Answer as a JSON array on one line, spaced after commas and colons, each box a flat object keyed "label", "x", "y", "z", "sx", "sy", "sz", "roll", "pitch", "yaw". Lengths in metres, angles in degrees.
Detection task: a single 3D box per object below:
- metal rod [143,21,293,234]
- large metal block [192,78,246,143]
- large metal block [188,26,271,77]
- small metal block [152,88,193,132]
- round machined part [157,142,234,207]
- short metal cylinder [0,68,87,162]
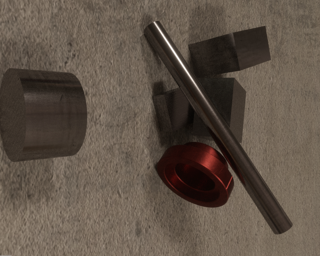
[{"label": "metal rod", "x": 0.069, "y": -0.004, "z": 0.387, "sx": 0.025, "sy": 0.025, "sz": 0.299, "roll": -29, "pitch": 84, "yaw": -37}, {"label": "large metal block", "x": 0.088, "y": -0.023, "z": 0.447, "sx": 0.080, "sy": 0.050, "sz": 0.080, "roll": 16, "pitch": 79, "yaw": -63}, {"label": "large metal block", "x": 0.103, "y": -0.112, "z": 0.458, "sx": 0.081, "sy": 0.080, "sz": 0.050, "roll": -23, "pitch": 105, "yaw": -38}, {"label": "small metal block", "x": 0.021, "y": -0.026, "z": 0.425, "sx": 0.050, "sy": 0.025, "sz": 0.050, "roll": -23, "pitch": 105, "yaw": -38}, {"label": "round machined part", "x": 0.049, "y": 0.056, "z": 0.401, "sx": 0.098, "sy": 0.098, "sz": 0.042, "roll": 55, "pitch": 51, "yaw": -26}, {"label": "short metal cylinder", "x": -0.108, "y": -0.012, "z": 0.280, "sx": 0.050, "sy": 0.080, "sz": 0.079, "roll": -3, "pitch": 92, "yaw": -40}]
